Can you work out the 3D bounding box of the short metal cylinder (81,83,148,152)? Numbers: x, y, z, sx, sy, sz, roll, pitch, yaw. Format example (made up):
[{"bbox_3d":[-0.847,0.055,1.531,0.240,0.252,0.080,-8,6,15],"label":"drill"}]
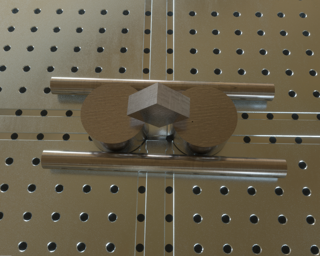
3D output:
[{"bbox_3d":[-0.056,-0.011,0.398,0.081,0.050,0.080,0,70,0],"label":"short metal cylinder"}]

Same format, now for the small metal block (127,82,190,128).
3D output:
[{"bbox_3d":[-0.001,-0.024,0.355,0.050,0.050,0.025,21,63,-39],"label":"small metal block"}]

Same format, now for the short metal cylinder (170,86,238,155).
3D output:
[{"bbox_3d":[0.054,-0.007,0.398,0.081,0.050,0.080,0,70,0],"label":"short metal cylinder"}]

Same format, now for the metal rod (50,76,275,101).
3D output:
[{"bbox_3d":[0.003,-0.054,0.428,0.302,0.025,0.025,2,70,0],"label":"metal rod"}]

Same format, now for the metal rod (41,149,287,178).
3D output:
[{"bbox_3d":[0.005,0.045,0.392,0.302,0.025,0.025,2,70,0],"label":"metal rod"}]
